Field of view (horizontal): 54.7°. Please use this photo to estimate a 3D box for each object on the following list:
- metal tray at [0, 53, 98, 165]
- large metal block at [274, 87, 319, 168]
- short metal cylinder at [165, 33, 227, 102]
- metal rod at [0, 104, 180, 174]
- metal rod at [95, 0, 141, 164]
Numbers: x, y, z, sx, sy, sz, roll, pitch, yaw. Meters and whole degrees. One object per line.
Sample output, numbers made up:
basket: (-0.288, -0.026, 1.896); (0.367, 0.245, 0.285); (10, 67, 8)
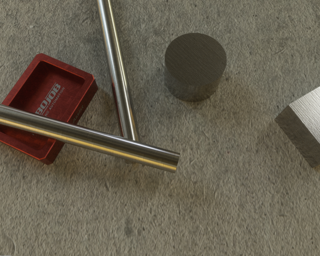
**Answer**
metal tray: (-0.154, -0.028, 0.413); (0.090, 0.030, 0.130); (24, 71, 8)
large metal block: (0.213, -0.007, 0.400); (0.080, 0.050, 0.080); (-29, 73, -10)
short metal cylinder: (0.046, -0.082, 0.425); (0.081, 0.050, 0.080); (0, 70, 0)
metal rod: (-0.125, 0.002, 0.373); (0.302, 0.025, 0.025); (15, 71, 3)
metal rod: (-0.064, -0.096, 0.442); (0.025, 0.025, 0.299); (-11, 70, -5)
